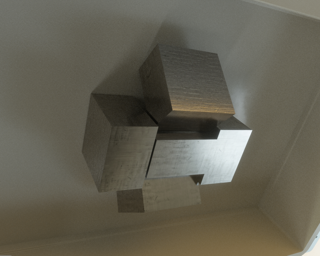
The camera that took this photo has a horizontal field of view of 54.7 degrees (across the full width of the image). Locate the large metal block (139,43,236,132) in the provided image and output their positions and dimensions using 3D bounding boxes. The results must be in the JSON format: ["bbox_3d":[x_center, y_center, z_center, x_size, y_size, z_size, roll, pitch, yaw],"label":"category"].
[{"bbox_3d":[0.029,-0.043,0.353,0.081,0.080,0.050,1,155,-29],"label":"large metal block"}]

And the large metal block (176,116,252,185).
[{"bbox_3d":[0.066,0.018,0.419,0.050,0.080,0.079,1,118,-29],"label":"large metal block"}]

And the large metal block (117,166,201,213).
[{"bbox_3d":[-0.005,0.081,0.410,0.081,0.080,0.050,0,77,-30],"label":"large metal block"}]

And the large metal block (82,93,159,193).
[{"bbox_3d":[-0.050,0.014,0.353,0.050,0.080,0.079,1,118,-29],"label":"large metal block"}]

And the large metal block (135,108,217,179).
[{"bbox_3d":[0.009,0.016,0.386,0.081,0.080,0.050,1,118,-29],"label":"large metal block"}]
